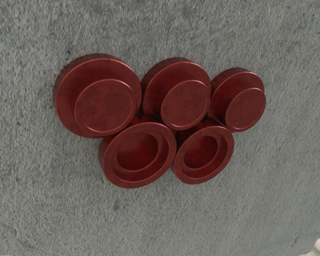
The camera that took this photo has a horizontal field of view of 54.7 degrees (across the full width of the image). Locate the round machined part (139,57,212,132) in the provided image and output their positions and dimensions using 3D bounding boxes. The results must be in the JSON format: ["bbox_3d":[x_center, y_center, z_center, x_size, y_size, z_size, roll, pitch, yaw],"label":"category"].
[{"bbox_3d":[0.024,-0.036,0.390,0.099,0.042,0.097,-14,125,-21],"label":"round machined part"}]

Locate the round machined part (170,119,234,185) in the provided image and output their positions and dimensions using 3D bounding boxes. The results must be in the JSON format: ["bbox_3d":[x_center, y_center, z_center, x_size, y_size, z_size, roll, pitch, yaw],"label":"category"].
[{"bbox_3d":[0.054,0.030,0.448,0.099,0.042,0.097,-14,125,-21],"label":"round machined part"}]

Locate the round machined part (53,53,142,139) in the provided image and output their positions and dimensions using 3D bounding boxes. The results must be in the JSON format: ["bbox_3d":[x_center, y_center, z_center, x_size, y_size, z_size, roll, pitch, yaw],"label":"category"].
[{"bbox_3d":[-0.065,-0.030,0.345,0.099,0.042,0.097,-14,125,-21],"label":"round machined part"}]

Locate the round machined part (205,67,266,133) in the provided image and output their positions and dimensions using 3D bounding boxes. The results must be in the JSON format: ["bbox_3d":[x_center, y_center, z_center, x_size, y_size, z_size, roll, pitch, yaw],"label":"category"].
[{"bbox_3d":[0.110,-0.033,0.439,0.099,0.042,0.097,-14,125,-21],"label":"round machined part"}]

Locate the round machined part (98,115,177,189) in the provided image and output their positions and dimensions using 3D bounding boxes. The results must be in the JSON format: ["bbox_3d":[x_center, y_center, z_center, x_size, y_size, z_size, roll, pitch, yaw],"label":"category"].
[{"bbox_3d":[-0.031,0.026,0.398,0.099,0.042,0.097,-14,125,-21],"label":"round machined part"}]
